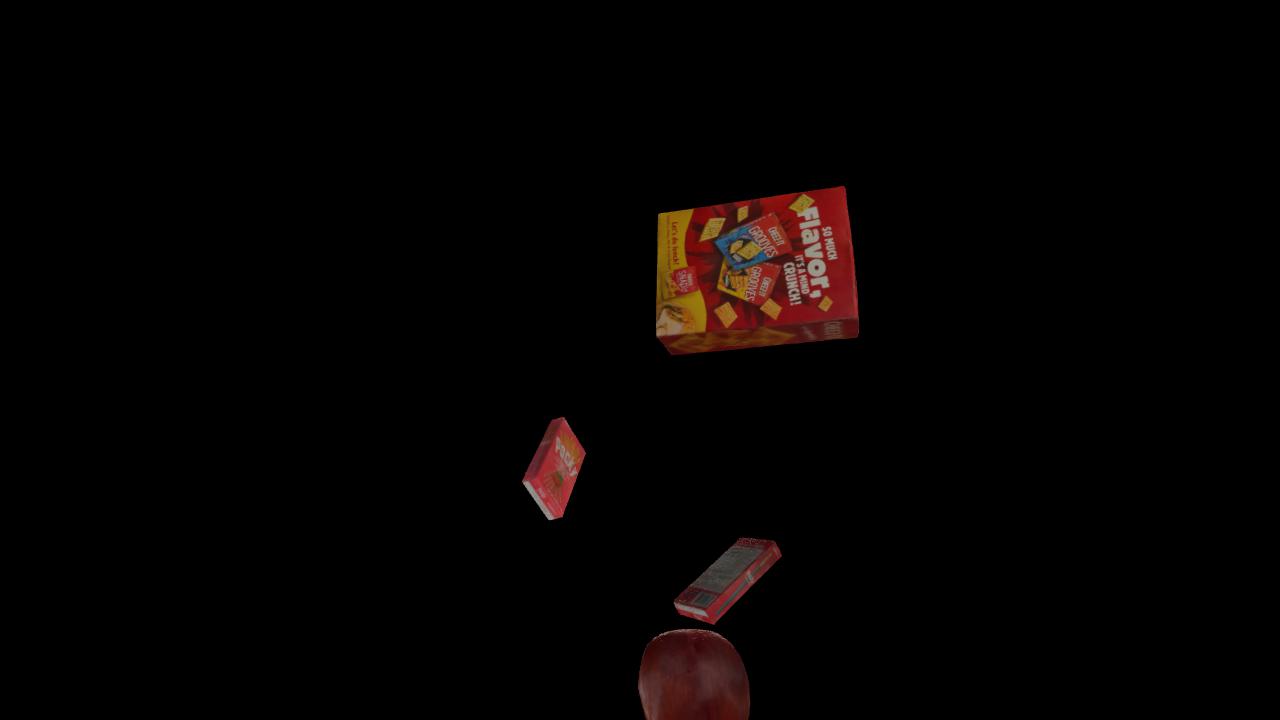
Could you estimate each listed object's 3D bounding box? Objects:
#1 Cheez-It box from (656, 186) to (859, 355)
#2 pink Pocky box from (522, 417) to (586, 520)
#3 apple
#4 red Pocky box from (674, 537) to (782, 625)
[{"bbox_3d":[0.132,-0.101,0.717,0.223,0.166,0.071,-5,-20,18],"label":"Cheez-It box"},{"bbox_3d":[-0.132,0.168,0.976,0.029,0.084,0.155,-18,26,20],"label":"pink Pocky box"},{"bbox_3d":[0.038,0.239,0.438,0.079,0.093,0.079,0,-43,0],"label":"apple"},{"bbox_3d":[0.128,0.315,0.887,0.155,0.028,0.083,-32,5,-31],"label":"red Pocky box"}]
